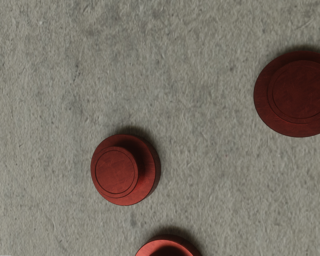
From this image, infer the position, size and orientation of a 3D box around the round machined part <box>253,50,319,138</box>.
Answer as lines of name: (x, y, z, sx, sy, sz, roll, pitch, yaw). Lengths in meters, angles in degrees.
round machined part: (0.155, -0.038, 0.345, 0.098, 0.042, 0.097, 0, 90, 19)

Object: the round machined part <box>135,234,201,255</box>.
round machined part: (0.008, 0.191, 0.396, 0.098, 0.042, 0.097, 0, 90, 19)

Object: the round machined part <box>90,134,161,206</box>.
round machined part: (-0.052, 0.057, 0.417, 0.098, 0.042, 0.097, 0, 90, 19)
